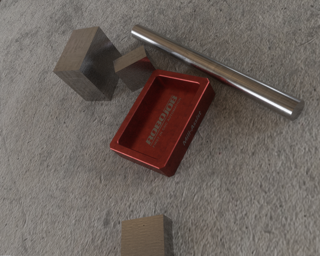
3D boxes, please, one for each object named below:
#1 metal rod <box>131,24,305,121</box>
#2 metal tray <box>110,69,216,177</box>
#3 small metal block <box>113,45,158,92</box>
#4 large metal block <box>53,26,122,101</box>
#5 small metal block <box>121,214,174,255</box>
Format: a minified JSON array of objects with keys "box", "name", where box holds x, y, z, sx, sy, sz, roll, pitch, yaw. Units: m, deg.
[{"box":[0.056,-0.090,0.428,0.025,0.025,0.300,-48,52,-6],"name":"metal rod"},{"box":[0.004,-0.011,0.404,0.090,0.030,0.130,18,71,34],"name":"metal tray"},{"box":[-0.033,-0.086,0.456,0.050,0.050,0.025,-25,53,12],"name":"small metal block"},{"box":[-0.105,-0.097,0.481,0.050,0.080,0.080,2,63,29],"name":"large metal block"},{"box":[-0.014,0.125,0.334,0.050,0.025,0.050,-15,56,19],"name":"small metal block"}]
